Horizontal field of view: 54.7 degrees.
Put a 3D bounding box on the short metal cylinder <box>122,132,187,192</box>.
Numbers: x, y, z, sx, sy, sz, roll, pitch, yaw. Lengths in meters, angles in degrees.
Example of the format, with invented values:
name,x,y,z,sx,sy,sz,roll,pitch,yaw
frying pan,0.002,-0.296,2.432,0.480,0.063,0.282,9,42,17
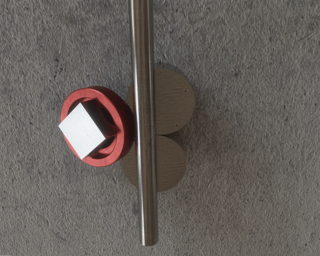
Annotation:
name,x,y,z,sx,sy,sz,roll,pitch,yaw
short metal cylinder,-0.007,0.038,0.411,0.081,0.050,0.079,0,109,0

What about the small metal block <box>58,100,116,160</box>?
name,x,y,z,sx,sy,sz,roll,pitch,yaw
small metal block,-0.085,0.001,0.367,0.050,0.025,0.050,-38,85,32

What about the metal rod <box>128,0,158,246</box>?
name,x,y,z,sx,sy,sz,roll,pitch,yaw
metal rod,-0.017,0.009,0.361,0.025,0.025,0.298,-1,110,0

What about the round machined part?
name,x,y,z,sx,sy,sz,roll,pitch,yaw
round machined part,-0.072,-0.004,0.386,0.098,0.042,0.097,9,110,27

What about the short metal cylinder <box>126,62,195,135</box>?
name,x,y,z,sx,sy,sz,roll,pitch,yaw
short metal cylinder,0.001,-0.038,0.384,0.081,0.050,0.079,0,110,0
